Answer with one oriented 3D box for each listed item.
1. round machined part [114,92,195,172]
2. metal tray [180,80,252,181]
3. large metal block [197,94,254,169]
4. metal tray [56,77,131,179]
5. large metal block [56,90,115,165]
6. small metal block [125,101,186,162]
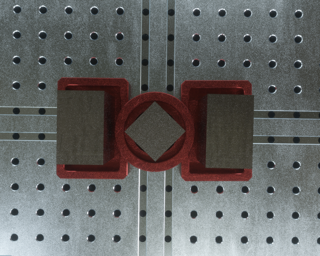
[{"bbox_3d":[-0.006,0.005,0.396,0.099,0.042,0.097,0,90,0],"label":"round machined part"},{"bbox_3d":[0.073,0.003,0.410,0.091,0.030,0.129,0,90,0],"label":"metal tray"},{"bbox_3d":[0.075,0.003,0.373,0.050,0.080,0.080,2,90,0],"label":"large metal block"},{"bbox_3d":[-0.086,0.000,0.409,0.091,0.030,0.129,1,90,0],"label":"metal tray"},{"bbox_3d":[-0.085,-0.001,0.372,0.050,0.080,0.080,1,90,0],"label":"large metal block"},{"bbox_3d":[-0.006,0.004,0.372,0.050,0.025,0.050,45,90,0],"label":"small metal block"}]
